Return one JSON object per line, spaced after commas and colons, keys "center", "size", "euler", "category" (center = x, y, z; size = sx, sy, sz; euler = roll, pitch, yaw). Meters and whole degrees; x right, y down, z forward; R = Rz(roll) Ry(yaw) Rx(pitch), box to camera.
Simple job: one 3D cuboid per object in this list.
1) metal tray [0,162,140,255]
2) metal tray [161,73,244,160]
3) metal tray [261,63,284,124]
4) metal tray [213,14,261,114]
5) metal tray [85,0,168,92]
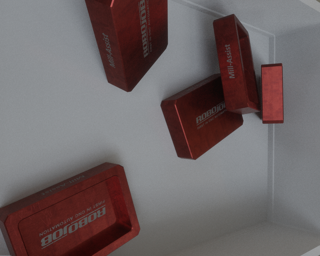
{"center": [-0.089, 0.101, 0.330], "size": [0.131, 0.030, 0.089], "euler": [-22, 104, -38], "category": "metal tray"}
{"center": [0.068, -0.021, 0.463], "size": [0.131, 0.030, 0.090], "euler": [-31, 109, -36], "category": "metal tray"}
{"center": [0.187, -0.054, 0.521], "size": [0.130, 0.030, 0.089], "euler": [-8, 97, -72], "category": "metal tray"}
{"center": [0.115, -0.088, 0.455], "size": [0.090, 0.030, 0.129], "euler": [3, 78, -61], "category": "metal tray"}
{"center": [-0.028, -0.110, 0.330], "size": [0.090, 0.030, 0.129], "euler": [-55, 162, -24], "category": "metal tray"}
